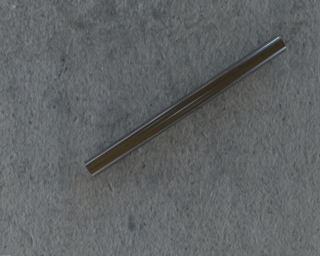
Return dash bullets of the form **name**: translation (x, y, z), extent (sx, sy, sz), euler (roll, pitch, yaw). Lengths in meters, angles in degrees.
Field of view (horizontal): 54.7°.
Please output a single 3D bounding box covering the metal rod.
- **metal rod**: translation (0.034, -0.029, 0.410), extent (0.301, 0.025, 0.025), euler (-33, 90, -1)
